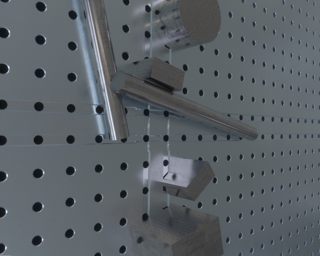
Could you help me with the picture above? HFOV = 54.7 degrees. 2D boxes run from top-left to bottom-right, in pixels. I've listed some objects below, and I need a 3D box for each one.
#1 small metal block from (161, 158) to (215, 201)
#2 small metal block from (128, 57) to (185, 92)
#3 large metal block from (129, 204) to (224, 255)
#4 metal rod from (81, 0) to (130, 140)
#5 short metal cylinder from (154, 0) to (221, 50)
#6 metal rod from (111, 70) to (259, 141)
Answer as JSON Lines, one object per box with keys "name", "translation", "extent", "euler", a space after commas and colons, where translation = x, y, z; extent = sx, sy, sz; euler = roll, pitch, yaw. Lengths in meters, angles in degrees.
{"name": "small metal block", "translation": [0.038, 0.069, 0.426], "extent": [0.050, 0.050, 0.025], "euler": [-44, 117, -31]}
{"name": "small metal block", "translation": [-0.006, -0.064, 0.388], "extent": [0.050, 0.050, 0.025], "euler": [18, 79, -39]}
{"name": "large metal block", "translation": [0.020, 0.142, 0.391], "extent": [0.081, 0.080, 0.050], "euler": [-15, 100, -39]}
{"name": "metal rod", "translation": [-0.074, -0.134, 0.346], "extent": [0.025, 0.025, 0.298], "euler": [-17, 101, -39]}
{"name": "short metal cylinder", "translation": [0.038, -0.152, 0.425], "extent": [0.081, 0.050, 0.079], "euler": [0, 90, -40]}
{"name": "metal rod", "translation": [0.058, -0.020, 0.441], "extent": [0.302, 0.025, 0.025], "euler": [17, 80, -44]}
